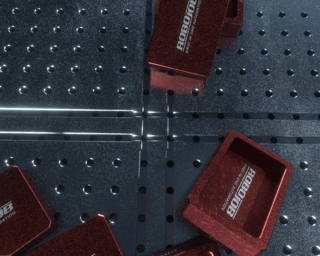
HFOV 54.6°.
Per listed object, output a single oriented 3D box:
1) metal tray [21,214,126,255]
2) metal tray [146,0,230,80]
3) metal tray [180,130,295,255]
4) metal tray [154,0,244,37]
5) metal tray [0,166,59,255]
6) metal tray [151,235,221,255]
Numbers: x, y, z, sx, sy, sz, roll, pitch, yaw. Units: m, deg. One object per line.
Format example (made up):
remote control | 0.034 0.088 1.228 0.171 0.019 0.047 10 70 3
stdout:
metal tray | -0.103 0.168 0.347 0.131 0.030 0.090 -27 72 -10
metal tray | 0.040 -0.142 0.436 0.090 0.030 0.129 14 91 2
metal tray | 0.093 0.069 0.357 0.090 0.030 0.131 32 49 11
metal tray | 0.061 -0.193 0.479 0.131 0.030 0.090 6 70 2
metal tray | -0.201 0.118 0.365 0.130 0.030 0.090 -35 74 -12
metal tray | 0.009 0.179 0.321 0.131 0.030 0.090 -16 85 -16
